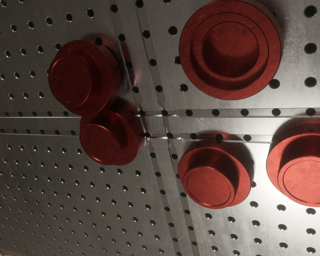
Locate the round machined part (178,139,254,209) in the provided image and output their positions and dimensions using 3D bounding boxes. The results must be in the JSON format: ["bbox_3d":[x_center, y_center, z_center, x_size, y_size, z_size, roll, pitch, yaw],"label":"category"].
[{"bbox_3d":[0.069,0.067,0.404,0.098,0.042,0.097,13,124,20],"label":"round machined part"}]

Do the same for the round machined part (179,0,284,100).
[{"bbox_3d":[0.072,-0.081,0.312,0.098,0.042,0.097,13,124,20],"label":"round machined part"}]

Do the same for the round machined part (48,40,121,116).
[{"bbox_3d":[-0.103,-0.063,0.398,0.098,0.042,0.097,7,105,25],"label":"round machined part"}]

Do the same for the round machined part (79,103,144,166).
[{"bbox_3d":[-0.076,0.015,0.447,0.098,0.042,0.097,13,123,21],"label":"round machined part"}]

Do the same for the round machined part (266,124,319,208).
[{"bbox_3d":[0.168,0.048,0.341,0.098,0.042,0.097,13,124,20],"label":"round machined part"}]
